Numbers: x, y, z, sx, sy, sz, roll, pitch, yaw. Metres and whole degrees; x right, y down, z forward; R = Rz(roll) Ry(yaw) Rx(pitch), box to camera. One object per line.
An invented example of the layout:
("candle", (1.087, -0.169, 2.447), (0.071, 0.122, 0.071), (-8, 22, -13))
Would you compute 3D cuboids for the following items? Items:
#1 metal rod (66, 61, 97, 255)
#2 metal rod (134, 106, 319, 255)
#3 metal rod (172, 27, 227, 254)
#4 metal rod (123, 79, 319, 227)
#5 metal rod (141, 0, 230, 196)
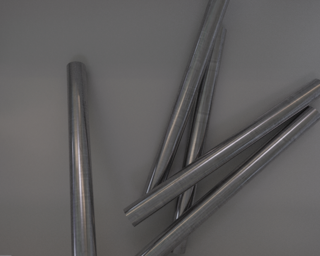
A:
("metal rod", (-0.089, 0.053, 0.350), (0.025, 0.025, 0.299), (-9, 65, 0))
("metal rod", (0.088, 0.074, 0.394), (0.301, 0.025, 0.025), (-39, 90, -7))
("metal rod", (0.049, 0.015, 0.411), (0.025, 0.025, 0.298), (11, 90, 0))
("metal rod", (0.088, 0.026, 0.392), (0.301, 0.025, 0.025), (-33, 90, -8))
("metal rod", (0.031, -0.033, 0.397), (0.025, 0.025, 0.298), (19, 95, 0))
